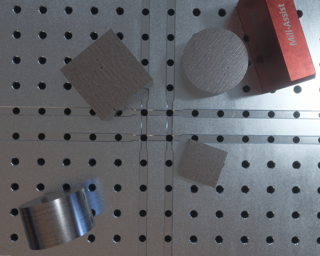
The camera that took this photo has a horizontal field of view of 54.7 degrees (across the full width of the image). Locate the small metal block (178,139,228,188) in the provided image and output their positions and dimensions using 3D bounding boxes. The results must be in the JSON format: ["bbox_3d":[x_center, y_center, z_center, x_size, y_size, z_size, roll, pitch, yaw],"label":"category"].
[{"bbox_3d":[0.056,0.046,0.414,0.050,0.025,0.050,20,90,0],"label":"small metal block"}]

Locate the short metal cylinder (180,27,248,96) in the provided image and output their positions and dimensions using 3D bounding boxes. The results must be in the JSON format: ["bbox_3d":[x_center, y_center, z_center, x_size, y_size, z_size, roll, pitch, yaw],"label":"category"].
[{"bbox_3d":[0.067,-0.083,0.401,0.081,0.050,0.079,0,90,0],"label":"short metal cylinder"}]

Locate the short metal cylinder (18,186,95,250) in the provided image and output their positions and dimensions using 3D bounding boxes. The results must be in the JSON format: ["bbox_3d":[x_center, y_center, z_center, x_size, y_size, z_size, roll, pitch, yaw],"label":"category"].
[{"bbox_3d":[-0.127,0.109,0.385,0.080,0.080,0.050,-15,90,0],"label":"short metal cylinder"}]

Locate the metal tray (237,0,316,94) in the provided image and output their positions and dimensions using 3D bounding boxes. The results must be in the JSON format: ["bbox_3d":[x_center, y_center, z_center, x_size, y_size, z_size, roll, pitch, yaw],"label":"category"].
[{"bbox_3d":[0.138,-0.112,0.381,0.030,0.090,0.129,-18,90,0],"label":"metal tray"}]

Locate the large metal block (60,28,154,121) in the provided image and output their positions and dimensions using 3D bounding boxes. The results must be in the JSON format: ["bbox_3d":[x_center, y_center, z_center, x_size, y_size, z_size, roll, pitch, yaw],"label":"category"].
[{"bbox_3d":[-0.065,-0.065,0.400,0.080,0.050,0.080,-39,90,0],"label":"large metal block"}]
